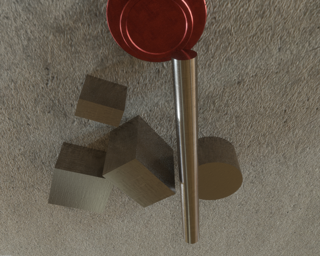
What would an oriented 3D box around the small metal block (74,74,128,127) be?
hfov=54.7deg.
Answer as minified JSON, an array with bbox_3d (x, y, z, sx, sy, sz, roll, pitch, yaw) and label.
[{"bbox_3d":[-0.068,-0.032,0.362,0.050,0.050,0.025,16,128,-14],"label":"small metal block"}]

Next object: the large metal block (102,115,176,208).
[{"bbox_3d":[-0.024,0.044,0.408,0.050,0.080,0.080,-29,125,22],"label":"large metal block"}]

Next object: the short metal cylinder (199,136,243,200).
[{"bbox_3d":[0.072,0.058,0.442,0.081,0.050,0.079,0,130,0],"label":"short metal cylinder"}]

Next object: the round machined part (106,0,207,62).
[{"bbox_3d":[-0.003,-0.108,0.304,0.099,0.042,0.097,-1,130,0],"label":"round machined part"}]

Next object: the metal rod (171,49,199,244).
[{"bbox_3d":[0.035,0.048,0.385,0.025,0.025,0.298,-4,127,3],"label":"metal rod"}]

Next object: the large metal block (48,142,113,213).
[{"bbox_3d":[-0.112,0.074,0.452,0.081,0.050,0.079,14,129,-13],"label":"large metal block"}]
